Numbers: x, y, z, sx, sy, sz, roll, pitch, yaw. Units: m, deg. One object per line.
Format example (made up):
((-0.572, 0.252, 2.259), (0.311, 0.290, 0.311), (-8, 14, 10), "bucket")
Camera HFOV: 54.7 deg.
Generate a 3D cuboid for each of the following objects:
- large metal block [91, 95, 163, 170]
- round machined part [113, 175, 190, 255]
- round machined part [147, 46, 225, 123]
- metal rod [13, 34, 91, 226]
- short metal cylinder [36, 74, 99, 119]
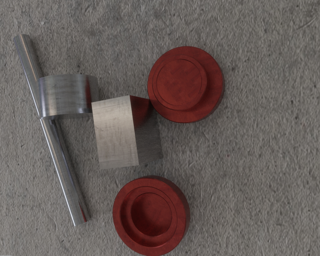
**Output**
((-0.038, 0.005, 0.393), (0.050, 0.080, 0.080), (-9, 87, 20), "large metal block")
((-0.008, 0.110, 0.403), (0.098, 0.042, 0.097), (0, 90, 20), "round machined part")
((0.029, -0.054, 0.390), (0.098, 0.042, 0.097), (0, 90, 19), "round machined part")
((-0.165, -0.001, 0.466), (0.025, 0.025, 0.299), (-23, 83, 18), "metal rod")
((-0.124, -0.040, 0.423), (0.080, 0.080, 0.050), (-6, 88, 20), "short metal cylinder")
